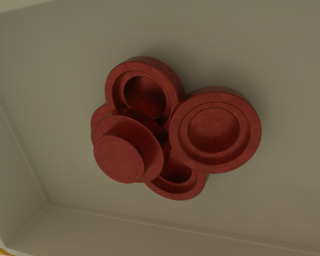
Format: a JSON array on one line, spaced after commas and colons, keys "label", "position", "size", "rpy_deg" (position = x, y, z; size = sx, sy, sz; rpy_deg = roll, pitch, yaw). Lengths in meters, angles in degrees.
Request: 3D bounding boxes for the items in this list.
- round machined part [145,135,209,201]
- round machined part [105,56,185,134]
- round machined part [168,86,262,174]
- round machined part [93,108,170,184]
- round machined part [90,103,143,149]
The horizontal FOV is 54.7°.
[{"label": "round machined part", "position": [0.019, 0.045, 0.412], "size": [0.098, 0.042, 0.097], "rpy_deg": [13, 124, 20]}, {"label": "round machined part", "position": [-0.014, -0.040, 0.377], "size": [0.098, 0.042, 0.097], "rpy_deg": [13, 124, 20]}, {"label": "round machined part", "position": [0.060, -0.001, 0.349], "size": [0.099, 0.042, 0.097], "rpy_deg": [2, 114, 4]}, {"label": "round machined part", "position": [-0.041, 0.029, 0.377], "size": [0.098, 0.042, 0.097], "rpy_deg": [13, 124, 20]}, {"label": "round machined part", "position": [-0.056, 0.012, 0.428], "size": [0.098, 0.042, 0.097], "rpy_deg": [13, 124, 20]}]
